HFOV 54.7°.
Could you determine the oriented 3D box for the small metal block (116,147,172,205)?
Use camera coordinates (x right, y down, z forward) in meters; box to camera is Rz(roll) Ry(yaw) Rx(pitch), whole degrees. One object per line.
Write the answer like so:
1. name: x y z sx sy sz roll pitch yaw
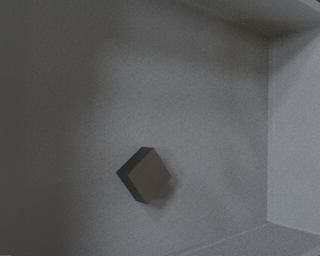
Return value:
1. small metal block: -0.019 0.059 0.393 0.050 0.025 0.050 -45 117 -31
